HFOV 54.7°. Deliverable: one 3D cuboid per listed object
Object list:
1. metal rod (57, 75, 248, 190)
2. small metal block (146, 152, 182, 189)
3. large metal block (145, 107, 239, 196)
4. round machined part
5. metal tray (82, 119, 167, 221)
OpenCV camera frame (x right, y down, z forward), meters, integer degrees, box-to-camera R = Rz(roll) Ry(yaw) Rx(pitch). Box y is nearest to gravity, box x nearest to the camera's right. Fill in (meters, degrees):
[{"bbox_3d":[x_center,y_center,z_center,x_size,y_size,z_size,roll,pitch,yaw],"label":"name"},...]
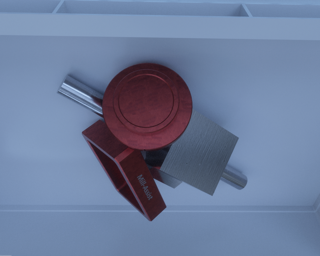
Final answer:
[{"bbox_3d":[0.006,0.016,0.421,0.301,0.025,0.025,29,124,-23],"label":"metal rod"},{"bbox_3d":[0.008,0.049,0.432,0.050,0.050,0.025,31,123,-24],"label":"small metal block"},{"bbox_3d":[0.039,0.028,0.389,0.080,0.050,0.080,30,81,-23],"label":"large metal block"},{"bbox_3d":[-0.014,-0.025,0.335,0.099,0.097,0.042,-1,171,0],"label":"round machined part"},{"bbox_3d":[-0.046,0.058,0.415,0.030,0.090,0.129,-39,132,-21],"label":"metal tray"}]
